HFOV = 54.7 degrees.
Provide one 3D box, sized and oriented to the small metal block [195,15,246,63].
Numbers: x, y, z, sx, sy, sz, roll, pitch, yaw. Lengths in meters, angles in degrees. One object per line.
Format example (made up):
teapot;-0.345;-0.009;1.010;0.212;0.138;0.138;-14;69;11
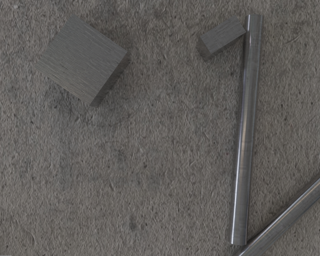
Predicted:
small metal block;0.076;-0.113;0.398;0.050;0.050;0.025;-32;90;0

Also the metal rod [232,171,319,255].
metal rod;0.177;0.111;0.411;0.300;0.025;0.025;-44;90;0

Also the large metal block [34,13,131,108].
large metal block;-0.095;-0.082;0.397;0.080;0.050;0.080;35;90;0

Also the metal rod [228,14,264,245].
metal rod;0.114;0.002;0.410;0.025;0.025;0.298;4;90;0
